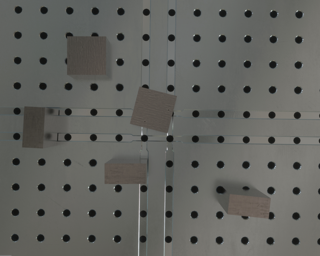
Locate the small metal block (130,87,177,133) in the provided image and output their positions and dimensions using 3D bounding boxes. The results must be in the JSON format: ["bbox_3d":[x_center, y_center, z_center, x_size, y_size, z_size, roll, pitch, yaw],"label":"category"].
[{"bbox_3d":[-0.008,-0.023,0.413,0.050,0.025,0.050,14,90,0],"label":"small metal block"}]

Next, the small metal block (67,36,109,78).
[{"bbox_3d":[-0.095,-0.094,0.413,0.050,0.025,0.050,0,90,0],"label":"small metal block"}]

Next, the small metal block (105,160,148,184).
[{"bbox_3d":[-0.042,0.055,0.401,0.050,0.050,0.025,0,90,0],"label":"small metal block"}]

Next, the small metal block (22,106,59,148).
[{"bbox_3d":[-0.153,-0.001,0.400,0.025,0.050,0.050,3,90,0],"label":"small metal block"}]

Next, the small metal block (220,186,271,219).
[{"bbox_3d":[0.109,0.095,0.402,0.050,0.050,0.025,6,90,0],"label":"small metal block"}]
